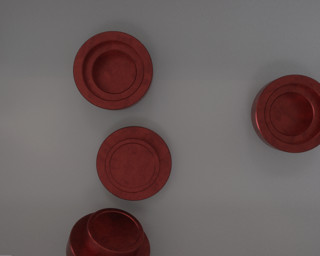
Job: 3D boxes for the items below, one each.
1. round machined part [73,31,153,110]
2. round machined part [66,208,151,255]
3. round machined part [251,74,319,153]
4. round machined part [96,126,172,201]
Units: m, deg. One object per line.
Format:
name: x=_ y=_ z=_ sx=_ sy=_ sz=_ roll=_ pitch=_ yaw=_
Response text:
round machined part: x=-0.058 y=-0.071 z=0.402 sx=0.099 sy=0.042 sz=0.097 roll=0 pitch=90 yaw=0
round machined part: x=-0.058 y=0.135 z=0.371 sx=0.098 sy=0.098 sz=0.042 roll=21 pitch=115 yaw=0
round machined part: x=0.168 y=-0.018 z=0.404 sx=0.099 sy=0.042 sz=0.097 roll=0 pitch=90 yaw=0
round machined part: x=-0.034 y=0.046 z=0.403 sx=0.099 sy=0.042 sz=0.097 roll=0 pitch=90 yaw=0
